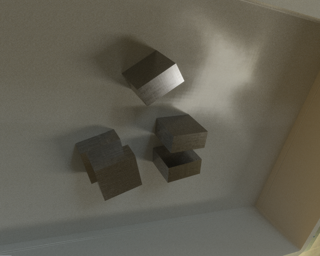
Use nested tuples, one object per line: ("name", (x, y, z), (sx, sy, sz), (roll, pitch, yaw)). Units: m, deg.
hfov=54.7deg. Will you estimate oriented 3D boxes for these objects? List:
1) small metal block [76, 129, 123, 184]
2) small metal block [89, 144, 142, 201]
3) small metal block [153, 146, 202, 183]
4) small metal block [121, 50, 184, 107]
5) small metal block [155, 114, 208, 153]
("small metal block", (-0.073, 0.036, 0.393), (0.050, 0.025, 0.050), (-21, 127, -16))
("small metal block", (-0.054, 0.055, 0.382), (0.050, 0.025, 0.050), (-21, 127, -16))
("small metal block", (0.023, 0.046, 0.435), (0.050, 0.050, 0.025), (-12, 124, -22))
("small metal block", (-0.009, -0.058, 0.353), (0.050, 0.050, 0.025), (-35, 129, -5))
("small metal block", (0.027, 0.006, 0.413), (0.050, 0.050, 0.025), (-7, 122, -25))
